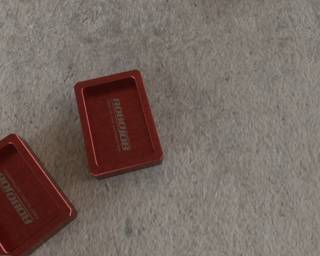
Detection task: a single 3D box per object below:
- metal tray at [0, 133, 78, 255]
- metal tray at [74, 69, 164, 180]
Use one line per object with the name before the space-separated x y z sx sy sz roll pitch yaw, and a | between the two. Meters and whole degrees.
metal tray | -0.175 0.082 0.373 0.090 0.030 0.130 -38 75 -13
metal tray | -0.055 -0.006 0.407 0.091 0.030 0.130 -14 71 -6
